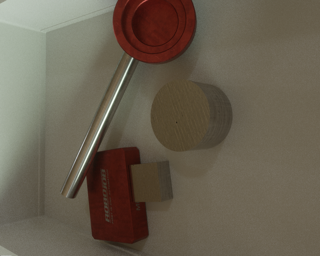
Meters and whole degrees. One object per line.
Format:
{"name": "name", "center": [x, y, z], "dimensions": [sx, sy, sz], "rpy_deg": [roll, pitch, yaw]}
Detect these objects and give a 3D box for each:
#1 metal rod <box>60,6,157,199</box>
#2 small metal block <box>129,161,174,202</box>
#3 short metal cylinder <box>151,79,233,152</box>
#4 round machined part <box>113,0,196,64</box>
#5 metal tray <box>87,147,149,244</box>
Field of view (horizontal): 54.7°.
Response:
{"name": "metal rod", "center": [-0.072, -0.033, 0.437], "dimensions": [0.025, 0.025, 0.298], "rpy_deg": [33, 102, 34]}
{"name": "small metal block", "center": [-0.012, 0.072, 0.415], "dimensions": [0.050, 0.025, 0.050], "rpy_deg": [-11, 83, 38]}
{"name": "short metal cylinder", "center": [0.036, -0.014, 0.359], "dimensions": [0.080, 0.050, 0.079], "rpy_deg": [0, 90, 39]}
{"name": "round machined part", "center": [-0.004, -0.127, 0.380], "dimensions": [0.098, 0.042, 0.097], "rpy_deg": [1, 97, 10]}
{"name": "metal tray", "center": [-0.066, 0.097, 0.455], "dimensions": [0.090, 0.030, 0.129], "rpy_deg": [-11, 83, 39]}
